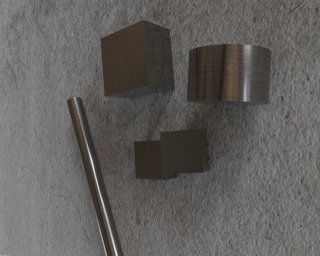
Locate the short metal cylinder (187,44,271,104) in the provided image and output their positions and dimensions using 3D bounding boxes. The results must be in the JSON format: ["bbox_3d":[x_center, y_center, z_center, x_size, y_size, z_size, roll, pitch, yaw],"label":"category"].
[{"bbox_3d":[0.068,-0.050,0.311,0.080,0.081,0.050,4,93,39],"label":"short metal cylinder"}]

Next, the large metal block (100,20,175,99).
[{"bbox_3d":[-0.031,-0.086,0.412,0.080,0.050,0.080,-8,85,39],"label":"large metal block"}]

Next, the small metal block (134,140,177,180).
[{"bbox_3d":[-0.006,0.041,0.408,0.050,0.025,0.050,-5,87,39],"label":"small metal block"}]

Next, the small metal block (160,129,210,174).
[{"bbox_3d":[0.030,0.028,0.371,0.050,0.025,0.050,-6,86,24],"label":"small metal block"}]

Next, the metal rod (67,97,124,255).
[{"bbox_3d":[-0.099,0.091,0.483,0.025,0.025,0.299,-29,72,36],"label":"metal rod"}]
